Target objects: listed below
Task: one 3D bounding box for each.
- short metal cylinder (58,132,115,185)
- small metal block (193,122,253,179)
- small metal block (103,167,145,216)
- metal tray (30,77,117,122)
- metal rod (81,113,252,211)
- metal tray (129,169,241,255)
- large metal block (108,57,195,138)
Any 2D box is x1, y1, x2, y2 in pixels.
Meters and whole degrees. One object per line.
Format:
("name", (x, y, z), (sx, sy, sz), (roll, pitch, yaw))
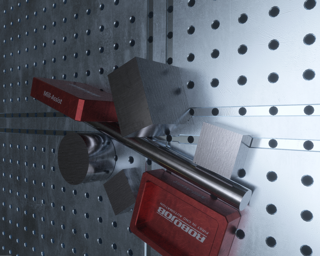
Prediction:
("short metal cylinder", (-0.116, 0.046, 0.488), (0.080, 0.050, 0.080), (0, 90, 40))
("small metal block", (0.070, 0.024, 0.351), (0.050, 0.025, 0.050), (22, 104, 38))
("small metal block", (-0.050, 0.092, 0.452), (0.050, 0.025, 0.050), (-39, 66, 33))
("metal tray", (-0.120, -0.043, 0.465), (0.130, 0.091, 0.030), (24, 105, 37))
("metal rod", (-0.017, 0.027, 0.423), (0.300, 0.025, 0.025), (25, 106, 37))
("metal tray", (0.025, 0.117, 0.385), (0.130, 0.030, 0.089), (23, 105, 37))
("large metal block", (-0.010, -0.034, 0.383), (0.050, 0.081, 0.080), (-23, 75, 38))
